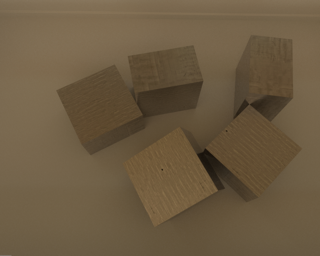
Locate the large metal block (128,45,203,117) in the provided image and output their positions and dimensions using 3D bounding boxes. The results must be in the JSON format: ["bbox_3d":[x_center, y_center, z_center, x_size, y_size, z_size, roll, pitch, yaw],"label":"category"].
[{"bbox_3d":[0.006,-0.057,0.401,0.081,0.080,0.050,-11,71,-4],"label":"large metal block"}]

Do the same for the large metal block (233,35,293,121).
[{"bbox_3d":[0.132,-0.061,0.403,0.050,0.080,0.080,7,70,2],"label":"large metal block"}]

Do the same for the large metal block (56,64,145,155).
[{"bbox_3d":[-0.075,-0.023,0.404,0.080,0.050,0.080,-26,72,-9],"label":"large metal block"}]

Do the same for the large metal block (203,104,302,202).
[{"bbox_3d":[0.110,0.032,0.385,0.080,0.050,0.080,-43,76,-14],"label":"large metal block"}]

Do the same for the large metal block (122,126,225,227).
[{"bbox_3d":[0.017,0.056,0.362,0.080,0.050,0.080,-33,72,12],"label":"large metal block"}]
